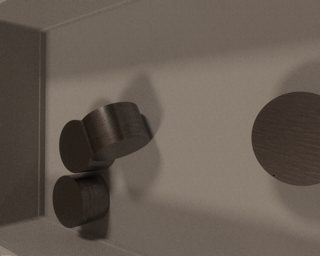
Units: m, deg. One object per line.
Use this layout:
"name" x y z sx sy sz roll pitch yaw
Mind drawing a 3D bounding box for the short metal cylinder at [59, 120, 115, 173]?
"short metal cylinder" -0.111 0.028 0.480 0.080 0.050 0.079 0 90 39

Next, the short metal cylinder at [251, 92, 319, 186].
"short metal cylinder" 0.132 0.009 0.281 0.080 0.050 0.079 0 90 39

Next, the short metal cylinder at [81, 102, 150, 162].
"short metal cylinder" -0.060 0.006 0.418 0.080 0.081 0.050 -34 69 34

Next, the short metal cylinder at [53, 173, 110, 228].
"short metal cylinder" -0.126 0.112 0.491 0.080 0.050 0.079 0 90 39
